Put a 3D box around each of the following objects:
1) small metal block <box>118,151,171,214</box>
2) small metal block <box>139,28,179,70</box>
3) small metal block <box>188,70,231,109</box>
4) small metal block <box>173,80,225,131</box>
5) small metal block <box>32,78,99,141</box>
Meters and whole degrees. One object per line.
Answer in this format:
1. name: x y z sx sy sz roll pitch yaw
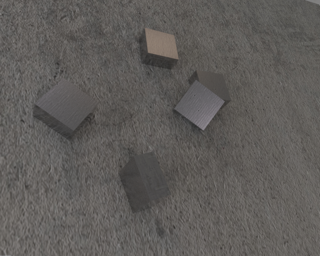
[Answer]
1. small metal block: -0.018 0.061 0.341 0.025 0.050 0.050 -10 67 -32
2. small metal block: -0.003 -0.121 0.476 0.050 0.025 0.050 7 59 -25
3. small metal block: 0.077 -0.059 0.481 0.050 0.025 0.050 4 60 -26
4. small metal block: 0.053 -0.031 0.435 0.050 0.025 0.050 37 87 -4
5. small metal block: -0.108 -0.022 0.359 0.050 0.025 0.050 36 51 -5
